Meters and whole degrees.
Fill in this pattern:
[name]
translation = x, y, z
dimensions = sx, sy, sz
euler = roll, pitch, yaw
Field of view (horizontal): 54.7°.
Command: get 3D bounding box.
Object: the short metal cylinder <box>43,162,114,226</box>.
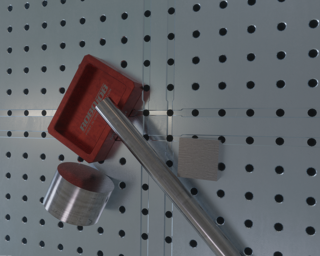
[short metal cylinder]
translation = -0.110, 0.088, 0.422
dimensions = 0.080, 0.080, 0.050
euler = 28, 99, 17

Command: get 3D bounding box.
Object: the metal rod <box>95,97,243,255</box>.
[metal rod]
translation = 0.022, 0.082, 0.387
dimensions = 0.025, 0.025, 0.300
euler = -42, 84, 15

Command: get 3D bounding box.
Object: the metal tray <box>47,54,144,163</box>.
[metal tray]
translation = -0.094, -0.027, 0.442
dimensions = 0.090, 0.030, 0.129
euler = 33, 101, 16

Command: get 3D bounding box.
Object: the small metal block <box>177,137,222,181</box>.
[small metal block]
translation = 0.051, 0.038, 0.394
dimensions = 0.050, 0.025, 0.050
euler = 4, 91, 20
